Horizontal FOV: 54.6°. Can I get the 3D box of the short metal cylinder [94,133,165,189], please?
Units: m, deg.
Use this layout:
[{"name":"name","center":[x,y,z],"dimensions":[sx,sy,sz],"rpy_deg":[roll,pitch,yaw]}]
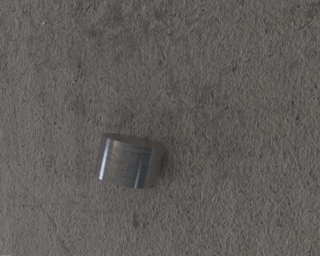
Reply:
[{"name":"short metal cylinder","center":[-0.038,0.039,0.394],"dimensions":[0.080,0.080,0.050],"rpy_deg":[13,95,19]}]
